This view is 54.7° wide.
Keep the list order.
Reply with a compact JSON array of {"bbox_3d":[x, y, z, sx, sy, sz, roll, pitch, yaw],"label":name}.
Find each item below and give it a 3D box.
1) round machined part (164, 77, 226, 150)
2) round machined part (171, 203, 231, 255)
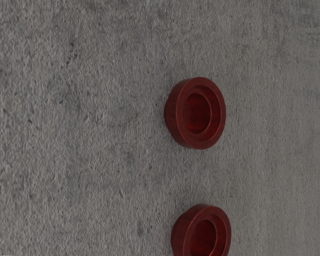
[{"bbox_3d":[0.045,-0.020,0.431,0.099,0.042,0.097,0,90,-40],"label":"round machined part"},{"bbox_3d":[0.054,0.156,0.439,0.099,0.042,0.097,0,90,-40],"label":"round machined part"}]
